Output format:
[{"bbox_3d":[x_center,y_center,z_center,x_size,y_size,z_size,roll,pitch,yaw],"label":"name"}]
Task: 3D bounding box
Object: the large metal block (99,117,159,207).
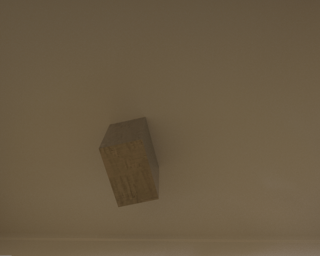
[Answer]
[{"bbox_3d":[-0.035,0.040,0.396,0.050,0.080,0.080,-13,110,5],"label":"large metal block"}]
